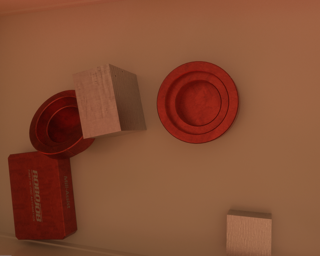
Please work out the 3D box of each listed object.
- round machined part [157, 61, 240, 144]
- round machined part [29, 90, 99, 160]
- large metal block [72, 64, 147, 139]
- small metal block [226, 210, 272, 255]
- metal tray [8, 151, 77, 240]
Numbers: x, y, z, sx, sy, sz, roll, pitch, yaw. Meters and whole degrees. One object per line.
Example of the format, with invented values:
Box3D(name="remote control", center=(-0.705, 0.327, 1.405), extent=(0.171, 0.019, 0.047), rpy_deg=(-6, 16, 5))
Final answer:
Box3D(name="round machined part", center=(0.049, -0.030, 0.384), extent=(0.098, 0.042, 0.097), rpy_deg=(0, 90, 19))
Box3D(name="round machined part", center=(-0.126, -0.001, 0.431), extent=(0.098, 0.042, 0.098), rpy_deg=(-9, 61, 16))
Box3D(name="large metal block", center=(-0.062, -0.031, 0.402), extent=(0.050, 0.080, 0.080), rpy_deg=(-12, 86, 18))
Box3D(name="small metal block", center=(0.107, 0.128, 0.372), extent=(0.050, 0.025, 0.050), rpy_deg=(1, 90, 19))
Box3D(name="metal tray", center=(-0.178, 0.099, 0.469), extent=(0.090, 0.030, 0.129), rpy_deg=(-8, 88, 19))
